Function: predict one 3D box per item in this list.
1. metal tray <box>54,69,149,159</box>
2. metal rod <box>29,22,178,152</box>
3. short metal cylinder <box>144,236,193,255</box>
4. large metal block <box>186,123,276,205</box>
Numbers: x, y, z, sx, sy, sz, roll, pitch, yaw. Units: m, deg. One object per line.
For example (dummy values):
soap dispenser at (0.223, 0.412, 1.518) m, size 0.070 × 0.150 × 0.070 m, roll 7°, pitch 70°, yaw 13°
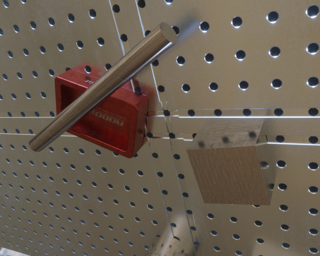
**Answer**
metal tray at (-0.086, -0.020, 0.440) m, size 0.130 × 0.030 × 0.089 m, roll 21°, pitch 127°, yaw 15°
metal rod at (-0.093, -0.034, 0.399) m, size 0.299 × 0.025 × 0.025 m, roll -31°, pitch 102°, yaw 37°
short metal cylinder at (0.011, 0.234, 0.534) m, size 0.080 × 0.050 × 0.079 m, roll 13°, pitch 124°, yaw 21°
large metal block at (0.088, 0.045, 0.376) m, size 0.080 × 0.050 × 0.080 m, roll -6°, pitch 116°, yaw 31°
